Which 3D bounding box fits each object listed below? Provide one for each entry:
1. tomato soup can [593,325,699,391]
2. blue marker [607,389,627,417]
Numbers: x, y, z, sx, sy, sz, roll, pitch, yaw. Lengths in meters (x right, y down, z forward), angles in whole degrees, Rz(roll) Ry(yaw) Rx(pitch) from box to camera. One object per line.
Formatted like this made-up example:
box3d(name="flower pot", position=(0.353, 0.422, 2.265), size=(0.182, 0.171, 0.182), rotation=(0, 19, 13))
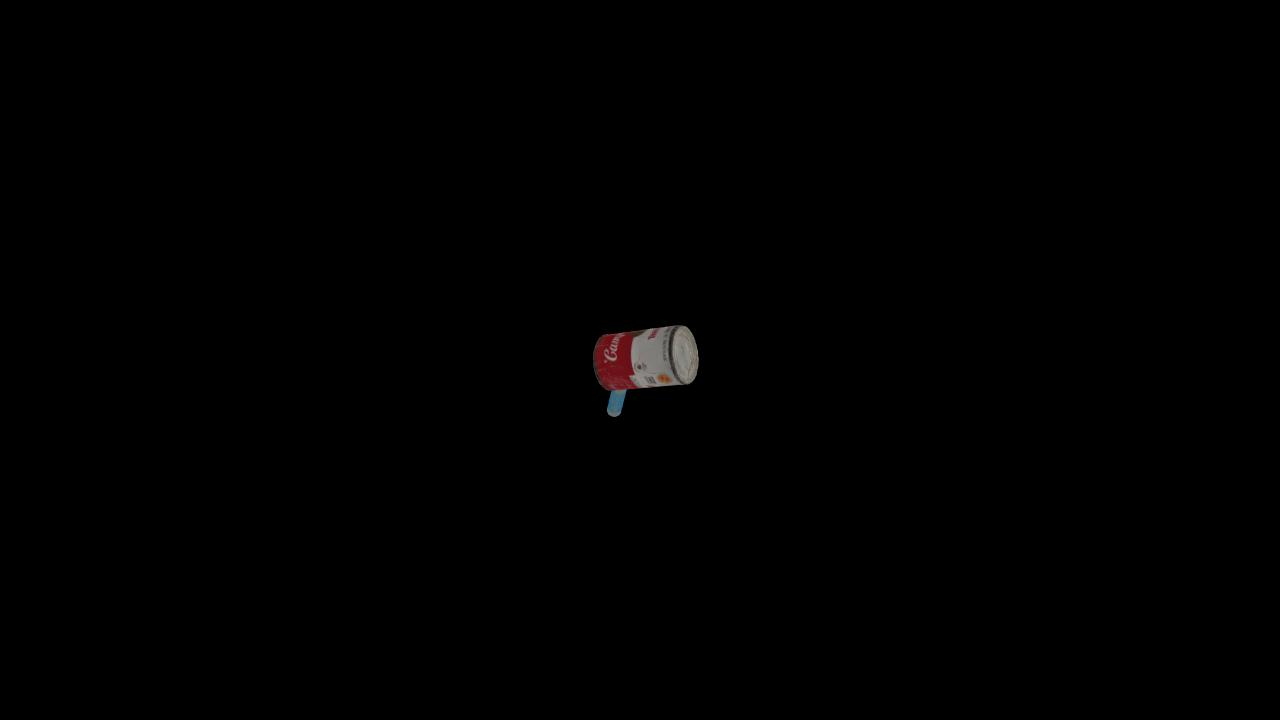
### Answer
box3d(name="tomato soup can", position=(0.007, -0.001, 0.694), size=(0.101, 0.068, 0.068), rotation=(-5, -3, 29))
box3d(name="blue marker", position=(-0.026, 0.040, 0.743), size=(0.020, 0.020, 0.121), rotation=(0, -25, -8))
